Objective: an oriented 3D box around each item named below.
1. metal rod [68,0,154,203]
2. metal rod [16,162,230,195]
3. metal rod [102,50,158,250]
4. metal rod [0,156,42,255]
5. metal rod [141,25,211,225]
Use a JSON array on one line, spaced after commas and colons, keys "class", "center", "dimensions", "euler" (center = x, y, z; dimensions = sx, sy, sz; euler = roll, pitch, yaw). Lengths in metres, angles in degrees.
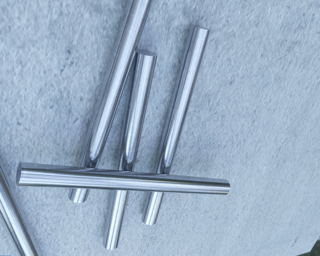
[{"class": "metal rod", "center": [-0.056, -0.040, 0.352], "dimensions": [0.025, 0.025, 0.298], "euler": [8, 114, -32]}, {"class": "metal rod", "center": [-0.023, 0.070, 0.405], "dimensions": [0.302, 0.025, 0.025], "euler": [10, 113, -33]}, {"class": "metal rod", "center": [-0.045, 0.046, 0.411], "dimensions": [0.025, 0.025, 0.298], "euler": [-2, 119, -28]}, {"class": "metal rod", "center": [-0.180, 0.084, 0.360], "dimensions": [0.025, 0.025, 0.298], "euler": [-17, 125, -19]}, {"class": "metal rod", "center": [0.015, 0.013, 0.424], "dimensions": [0.025, 0.025, 0.298], "euler": [-1, 119, -28]}]
